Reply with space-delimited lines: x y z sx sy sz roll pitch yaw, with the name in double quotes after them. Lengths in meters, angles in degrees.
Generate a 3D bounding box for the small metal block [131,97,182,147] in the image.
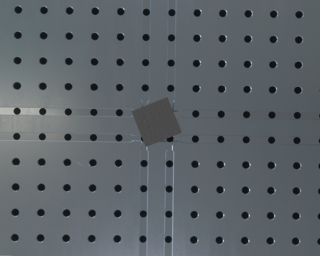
-0.004 -0.008 0.413 0.050 0.025 0.050 -22 90 0 "small metal block"
